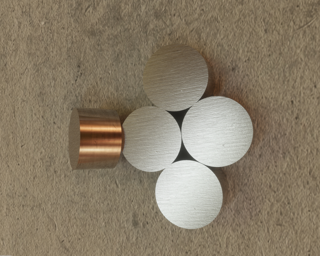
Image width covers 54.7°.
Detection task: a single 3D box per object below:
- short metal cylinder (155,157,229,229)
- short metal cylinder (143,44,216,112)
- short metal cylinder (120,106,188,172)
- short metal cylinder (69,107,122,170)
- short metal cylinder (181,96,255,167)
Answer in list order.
[{"bbox_3d":[0.041,0.077,0.382,0.080,0.050,0.080,0,90,20],"label":"short metal cylinder"},{"bbox_3d":[0.026,-0.060,0.388,0.080,0.050,0.080,0,90,20],"label":"short metal cylinder"},{"bbox_3d":[-0.004,0.013,0.398,0.080,0.050,0.080,0,90,20],"label":"short metal cylinder"},{"bbox_3d":[-0.087,0.014,0.406,0.080,0.050,0.080,-6,83,64],"label":"short metal cylinder"},{"bbox_3d":[0.071,0.004,0.372,0.080,0.050,0.080,0,90,20],"label":"short metal cylinder"}]
